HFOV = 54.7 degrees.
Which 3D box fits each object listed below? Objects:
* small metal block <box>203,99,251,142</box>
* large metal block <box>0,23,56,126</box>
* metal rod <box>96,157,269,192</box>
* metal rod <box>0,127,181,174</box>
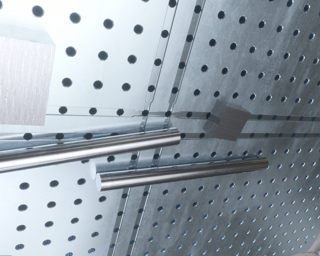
[{"bbox_3d":[0.100,-0.010,0.462,0.050,0.025,0.050,11,113,-33],"label":"small metal block"},{"bbox_3d":[-0.147,-0.050,0.284,0.081,0.050,0.079,3,117,-30],"label":"large metal block"},{"bbox_3d":[0.052,0.068,0.483,0.303,0.025,0.025,-2,119,-28],"label":"metal rod"},{"bbox_3d":[-0.113,0.029,0.368,0.303,0.025,0.025,-8,122,-25],"label":"metal rod"}]
